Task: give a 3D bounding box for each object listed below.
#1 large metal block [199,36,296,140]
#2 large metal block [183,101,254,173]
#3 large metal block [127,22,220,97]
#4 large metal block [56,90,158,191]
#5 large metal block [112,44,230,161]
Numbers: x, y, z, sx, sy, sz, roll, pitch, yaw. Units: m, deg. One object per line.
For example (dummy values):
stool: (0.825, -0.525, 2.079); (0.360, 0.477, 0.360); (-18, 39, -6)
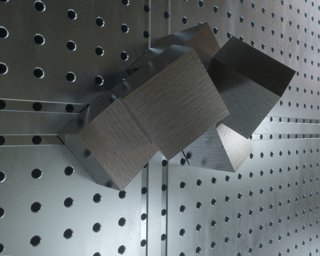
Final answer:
large metal block: (0.094, -0.046, 0.362); (0.080, 0.080, 0.050); (34, 55, 11)
large metal block: (0.071, 0.011, 0.434); (0.050, 0.080, 0.080); (-41, 116, -32)
large metal block: (0.020, -0.081, 0.390); (0.080, 0.080, 0.050); (-49, 120, -29)
large metal block: (-0.052, 0.011, 0.350); (0.080, 0.050, 0.080); (-47, 118, -30)
large metal block: (0.011, -0.028, 0.318); (0.080, 0.050, 0.080); (-37, 116, -6)
